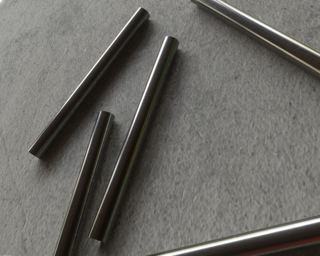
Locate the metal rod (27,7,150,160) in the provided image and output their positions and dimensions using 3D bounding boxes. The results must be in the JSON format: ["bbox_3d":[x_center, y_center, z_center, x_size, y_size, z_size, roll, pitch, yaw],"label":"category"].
[{"bbox_3d":[-0.110,-0.079,0.508,0.025,0.025,0.300,25,75,36],"label":"metal rod"}]

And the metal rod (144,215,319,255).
[{"bbox_3d":[0.037,0.127,0.305,0.301,0.025,0.025,-20,54,16],"label":"metal rod"}]

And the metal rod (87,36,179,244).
[{"bbox_3d":[-0.028,-0.001,0.417,0.025,0.025,0.300,5,64,30],"label":"metal rod"}]

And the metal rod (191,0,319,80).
[{"bbox_3d":[0.135,-0.126,0.409,0.025,0.025,0.300,-40,51,0],"label":"metal rod"}]

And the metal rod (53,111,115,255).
[{"bbox_3d":[-0.106,0.113,0.388,0.025,0.025,0.299,-2,60,27],"label":"metal rod"}]
